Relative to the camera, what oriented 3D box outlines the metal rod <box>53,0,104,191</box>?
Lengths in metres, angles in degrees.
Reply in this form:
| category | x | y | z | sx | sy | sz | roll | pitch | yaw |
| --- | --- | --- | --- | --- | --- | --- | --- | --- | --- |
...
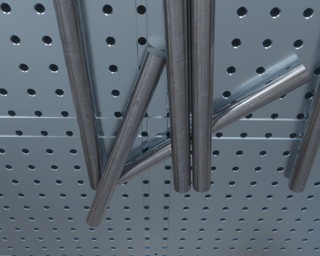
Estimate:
| category | x | y | z | sx | sy | sz | roll | pitch | yaw |
| --- | --- | --- | --- | --- | --- | --- | --- | --- | --- |
| metal rod | -0.094 | -0.026 | 0.388 | 0.025 | 0.025 | 0.298 | 1 | 130 | -1 |

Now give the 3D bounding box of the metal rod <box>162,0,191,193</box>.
| category | x | y | z | sx | sy | sz | roll | pitch | yaw |
| --- | --- | --- | --- | --- | --- | --- | --- | --- | --- |
| metal rod | 0.022 | -0.040 | 0.356 | 0.025 | 0.025 | 0.298 | -3 | 124 | 2 |

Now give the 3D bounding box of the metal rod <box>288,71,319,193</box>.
| category | x | y | z | sx | sy | sz | roll | pitch | yaw |
| --- | --- | --- | --- | --- | --- | --- | --- | --- | --- |
| metal rod | 0.203 | -0.021 | 0.395 | 0.025 | 0.025 | 0.298 | -4 | 130 | 3 |

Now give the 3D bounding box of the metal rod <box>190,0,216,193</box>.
| category | x | y | z | sx | sy | sz | roll | pitch | yaw |
| --- | --- | --- | --- | --- | --- | --- | --- | --- | --- |
| metal rod | 0.048 | -0.043 | 0.352 | 0.025 | 0.025 | 0.298 | -3 | 123 | 2 |

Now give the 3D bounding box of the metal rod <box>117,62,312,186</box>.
| category | x | y | z | sx | sy | sz | roll | pitch | yaw |
| --- | --- | --- | --- | --- | --- | --- | --- | --- | --- |
| metal rod | 0.051 | 0.005 | 0.416 | 0.300 | 0.025 | 0.025 | -31 | 124 | 24 |

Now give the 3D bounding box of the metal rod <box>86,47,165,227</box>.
| category | x | y | z | sx | sy | sz | roll | pitch | yaw |
| --- | --- | --- | --- | --- | --- | --- | --- | --- | --- |
| metal rod | -0.054 | 0.033 | 0.419 | 0.025 | 0.025 | 0.298 | 16 | 123 | -13 |
